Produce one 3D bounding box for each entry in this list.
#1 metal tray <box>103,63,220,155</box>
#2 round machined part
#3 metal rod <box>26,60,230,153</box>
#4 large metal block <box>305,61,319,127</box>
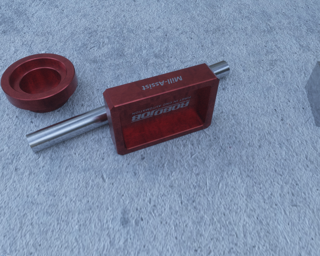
[{"bbox_3d":[0.003,-0.021,0.378,0.131,0.089,0.030,-17,53,-15],"label":"metal tray"},{"bbox_3d":[-0.167,-0.060,0.440,0.099,0.042,0.098,0,50,0],"label":"round machined part"},{"bbox_3d":[-0.030,-0.037,0.433,0.302,0.025,0.025,-23,54,-19],"label":"metal rod"},{"bbox_3d":[0.258,-0.045,0.428,0.080,0.050,0.080,5,50,3],"label":"large metal block"}]
